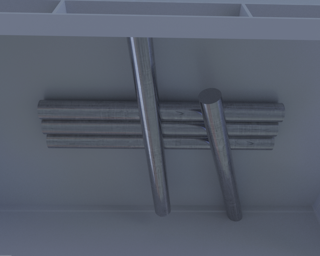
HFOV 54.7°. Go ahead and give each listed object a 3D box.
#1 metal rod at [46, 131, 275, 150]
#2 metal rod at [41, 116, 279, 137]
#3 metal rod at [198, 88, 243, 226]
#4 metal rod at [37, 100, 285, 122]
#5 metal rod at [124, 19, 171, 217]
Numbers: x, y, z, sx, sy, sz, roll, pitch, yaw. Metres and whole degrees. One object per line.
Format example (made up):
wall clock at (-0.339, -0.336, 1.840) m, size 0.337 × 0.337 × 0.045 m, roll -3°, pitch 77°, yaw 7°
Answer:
metal rod at (0.002, 0.017, 0.422) m, size 0.302 × 0.025 × 0.025 m, roll 1°, pitch 130°, yaw -1°
metal rod at (0.001, -0.002, 0.405) m, size 0.302 × 0.025 × 0.025 m, roll 1°, pitch 130°, yaw -1°
metal rod at (0.093, 0.063, 0.436) m, size 0.025 × 0.025 × 0.299 m, roll -12°, pitch 136°, yaw 10°
metal rod at (0.003, -0.021, 0.389) m, size 0.302 × 0.025 × 0.025 m, roll 1°, pitch 130°, yaw -1°
metal rod at (-0.008, 0.015, 0.387) m, size 0.025 × 0.025 × 0.298 m, roll -4°, pitch 130°, yaw 3°
